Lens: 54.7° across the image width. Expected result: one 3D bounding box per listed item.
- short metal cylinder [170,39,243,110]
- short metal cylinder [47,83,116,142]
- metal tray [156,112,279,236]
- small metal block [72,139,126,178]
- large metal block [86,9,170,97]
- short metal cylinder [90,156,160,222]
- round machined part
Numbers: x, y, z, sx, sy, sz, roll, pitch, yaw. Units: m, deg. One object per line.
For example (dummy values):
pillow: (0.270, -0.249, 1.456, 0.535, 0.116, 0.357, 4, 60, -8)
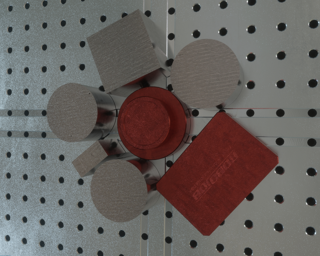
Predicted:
short metal cylinder: (0.059, -0.062, 0.378, 0.080, 0.050, 0.080, 0, 90, 20)
short metal cylinder: (-0.110, -0.021, 0.437, 0.080, 0.050, 0.080, 0, 90, 20)
metal tray: (0.069, 0.055, 0.384, 0.090, 0.030, 0.130, 42, 103, 15)
small metal block: (-0.084, 0.040, 0.428, 0.050, 0.050, 0.025, -39, 78, 16)
large metal block: (-0.039, -0.096, 0.413, 0.080, 0.050, 0.080, -23, 83, 18)
short metal cylinder: (-0.044, 0.079, 0.414, 0.080, 0.050, 0.080, 0, 90, 20)
round machined part: (-0.013, -0.006, 0.407, 0.098, 0.042, 0.097, 0, 90, 20)
